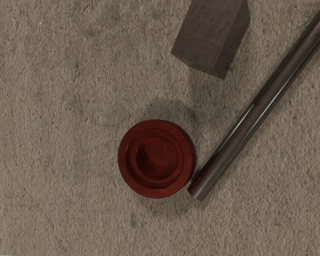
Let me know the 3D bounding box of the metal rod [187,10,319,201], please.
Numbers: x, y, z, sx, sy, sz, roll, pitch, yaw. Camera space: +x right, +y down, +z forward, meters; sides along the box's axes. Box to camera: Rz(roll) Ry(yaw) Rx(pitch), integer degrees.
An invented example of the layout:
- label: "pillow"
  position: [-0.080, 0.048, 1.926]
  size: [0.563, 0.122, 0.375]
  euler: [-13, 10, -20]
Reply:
- label: "metal rod"
  position: [0.128, -0.037, 0.363]
  size: [0.025, 0.025, 0.299]
  euler: [38, 102, 16]

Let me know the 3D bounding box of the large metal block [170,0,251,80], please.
- label: "large metal block"
  position: [0.062, -0.107, 0.358]
  size: [0.050, 0.080, 0.080]
  euler: [25, 98, 18]

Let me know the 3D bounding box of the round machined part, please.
- label: "round machined part"
  position: [-0.001, 0.038, 0.400]
  size: [0.098, 0.042, 0.097]
  euler: [0, 90, 19]
